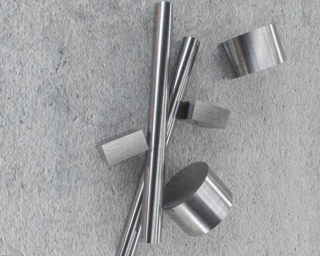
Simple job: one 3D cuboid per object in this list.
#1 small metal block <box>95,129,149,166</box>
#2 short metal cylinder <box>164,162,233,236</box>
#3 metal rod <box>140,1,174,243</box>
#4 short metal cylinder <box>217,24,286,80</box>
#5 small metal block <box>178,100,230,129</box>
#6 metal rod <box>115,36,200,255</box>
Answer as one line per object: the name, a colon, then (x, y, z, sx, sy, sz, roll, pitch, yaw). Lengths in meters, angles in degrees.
small metal block: (-0.047, 0.022, 0.378, 0.050, 0.050, 0.025, -22, 98, -19)
short metal cylinder: (0.045, 0.089, 0.396, 0.080, 0.080, 0.050, -45, 104, -14)
metal rod: (-0.003, -0.014, 0.388, 0.025, 0.025, 0.298, 6, 80, -20)
short metal cylinder: (0.125, -0.104, 0.426, 0.081, 0.080, 0.050, -22, 98, -19)
small metal block: (0.057, -0.017, 0.417, 0.050, 0.050, 0.025, 15, 85, -20)
metal rod: (-0.001, 0.022, 0.408, 0.025, 0.025, 0.299, 19, 83, -19)
